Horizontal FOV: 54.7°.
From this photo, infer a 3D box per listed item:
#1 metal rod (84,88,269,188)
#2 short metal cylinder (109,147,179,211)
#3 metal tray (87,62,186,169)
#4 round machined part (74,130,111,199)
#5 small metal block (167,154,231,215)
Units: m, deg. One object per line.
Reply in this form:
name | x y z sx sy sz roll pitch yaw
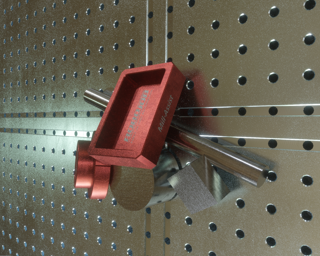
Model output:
metal rod | -0.003 -0.001 0.407 0.300 0.025 0.025 25 106 37
short metal cylinder | -0.021 0.063 0.406 0.080 0.050 0.079 0 90 40
metal tray | -0.028 -0.017 0.386 0.090 0.030 0.130 0 61 39
round machined part | -0.099 0.052 0.444 0.098 0.042 0.097 -175 89 -73
small metal block | 0.043 0.065 0.354 0.050 0.025 0.050 55 140 7
